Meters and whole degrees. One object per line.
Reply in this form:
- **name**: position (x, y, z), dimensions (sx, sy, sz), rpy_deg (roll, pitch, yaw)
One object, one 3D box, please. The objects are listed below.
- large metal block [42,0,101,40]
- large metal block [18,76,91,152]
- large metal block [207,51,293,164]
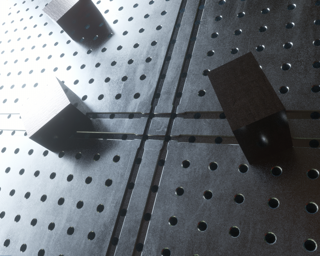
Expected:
- **large metal block**: position (-0.182, -0.239, 0.637), dimensions (0.080, 0.050, 0.080), rpy_deg (-45, 51, -3)
- **large metal block**: position (-0.171, -0.023, 0.498), dimensions (0.080, 0.050, 0.080), rpy_deg (-40, 51, 1)
- **large metal block**: position (0.097, -0.019, 0.334), dimensions (0.050, 0.080, 0.080), rpy_deg (-25, 53, 13)
